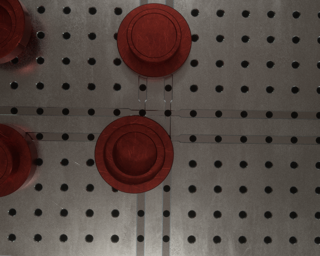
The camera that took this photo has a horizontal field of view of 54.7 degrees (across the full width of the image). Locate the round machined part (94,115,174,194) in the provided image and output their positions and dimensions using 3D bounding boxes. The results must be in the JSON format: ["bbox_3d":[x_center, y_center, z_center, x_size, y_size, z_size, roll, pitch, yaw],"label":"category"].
[{"bbox_3d":[-0.032,0.033,0.405,0.099,0.042,0.097,0,90,-1],"label":"round machined part"}]

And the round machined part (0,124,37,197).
[{"bbox_3d":[-0.217,0.042,0.402,0.099,0.042,0.097,0,90,-1],"label":"round machined part"}]

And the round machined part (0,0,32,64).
[{"bbox_3d":[-0.216,-0.131,0.402,0.099,0.042,0.097,0,90,-1],"label":"round machined part"}]

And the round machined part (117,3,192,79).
[{"bbox_3d":[-0.007,-0.115,0.405,0.099,0.042,0.097,0,90,-1],"label":"round machined part"}]
